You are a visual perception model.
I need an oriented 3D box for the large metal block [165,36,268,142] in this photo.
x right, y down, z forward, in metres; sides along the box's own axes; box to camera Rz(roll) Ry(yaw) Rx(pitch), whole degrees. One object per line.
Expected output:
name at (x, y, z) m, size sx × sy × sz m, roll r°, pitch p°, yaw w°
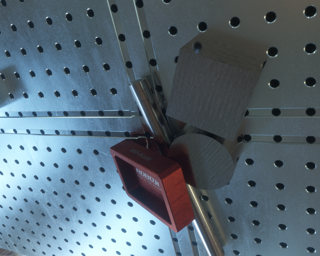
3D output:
large metal block at (0.059, -0.043, 0.336) m, size 0.080 × 0.050 × 0.079 m, roll 22°, pitch 127°, yaw 14°

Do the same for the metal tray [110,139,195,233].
metal tray at (-0.014, 0.073, 0.421) m, size 0.130 × 0.030 × 0.089 m, roll 20°, pitch 132°, yaw 52°

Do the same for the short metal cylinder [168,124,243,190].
short metal cylinder at (0.057, 0.029, 0.382) m, size 0.080 × 0.050 × 0.079 m, roll 13°, pitch 124°, yaw 20°

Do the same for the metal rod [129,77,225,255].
metal rod at (0.031, 0.070, 0.436) m, size 0.025 × 0.025 × 0.299 m, roll -12°, pitch 113°, yaw 33°
